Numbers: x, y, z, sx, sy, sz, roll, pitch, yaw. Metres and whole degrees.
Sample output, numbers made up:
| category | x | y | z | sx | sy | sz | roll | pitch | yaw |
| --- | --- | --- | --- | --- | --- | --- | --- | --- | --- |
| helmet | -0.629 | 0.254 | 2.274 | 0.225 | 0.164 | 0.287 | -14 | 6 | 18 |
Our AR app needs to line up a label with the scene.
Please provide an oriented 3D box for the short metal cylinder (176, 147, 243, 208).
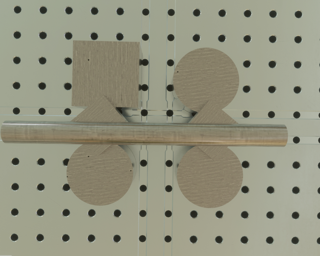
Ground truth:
| category | x | y | z | sx | sy | sz | roll | pitch | yaw |
| --- | --- | --- | --- | --- | --- | --- | --- | --- | --- |
| short metal cylinder | 0.061 | 0.057 | 0.401 | 0.081 | 0.050 | 0.080 | 0 | 90 | 0 |

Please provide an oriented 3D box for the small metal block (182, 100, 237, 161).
| category | x | y | z | sx | sy | sz | roll | pitch | yaw |
| --- | --- | --- | --- | --- | --- | --- | --- | --- | --- |
| small metal block | 0.060 | 0.003 | 0.364 | 0.050 | 0.025 | 0.050 | 40 | 90 | 0 |

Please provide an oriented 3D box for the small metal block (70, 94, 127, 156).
| category | x | y | z | sx | sy | sz | roll | pitch | yaw |
| --- | --- | --- | --- | --- | --- | --- | --- | --- | --- |
| small metal block | -0.068 | -0.003 | 0.363 | 0.050 | 0.025 | 0.050 | -40 | 90 | 0 |

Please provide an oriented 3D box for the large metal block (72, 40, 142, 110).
| category | x | y | z | sx | sy | sz | roll | pitch | yaw |
| --- | --- | --- | --- | --- | --- | --- | --- | --- | --- |
| large metal block | -0.066 | -0.066 | 0.400 | 0.081 | 0.050 | 0.080 | 1 | 90 | 0 |

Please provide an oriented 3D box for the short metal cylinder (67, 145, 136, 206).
| category | x | y | z | sx | sy | sz | roll | pitch | yaw |
| --- | --- | --- | --- | --- | --- | --- | --- | --- | --- |
| short metal cylinder | -0.073 | 0.054 | 0.399 | 0.081 | 0.050 | 0.080 | 0 | 90 | 0 |

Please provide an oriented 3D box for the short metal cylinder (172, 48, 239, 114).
| category | x | y | z | sx | sy | sz | roll | pitch | yaw |
| --- | --- | --- | --- | --- | --- | --- | --- | --- | --- |
| short metal cylinder | 0.056 | -0.058 | 0.401 | 0.081 | 0.050 | 0.080 | 0 | 90 | 0 |

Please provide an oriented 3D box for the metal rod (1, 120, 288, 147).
| category | x | y | z | sx | sy | sz | roll | pitch | yaw |
| --- | --- | --- | --- | --- | --- | --- | --- | --- | --- |
| metal rod | -0.016 | 0.006 | 0.338 | 0.302 | 0.025 | 0.025 | 1 | 90 | 0 |
